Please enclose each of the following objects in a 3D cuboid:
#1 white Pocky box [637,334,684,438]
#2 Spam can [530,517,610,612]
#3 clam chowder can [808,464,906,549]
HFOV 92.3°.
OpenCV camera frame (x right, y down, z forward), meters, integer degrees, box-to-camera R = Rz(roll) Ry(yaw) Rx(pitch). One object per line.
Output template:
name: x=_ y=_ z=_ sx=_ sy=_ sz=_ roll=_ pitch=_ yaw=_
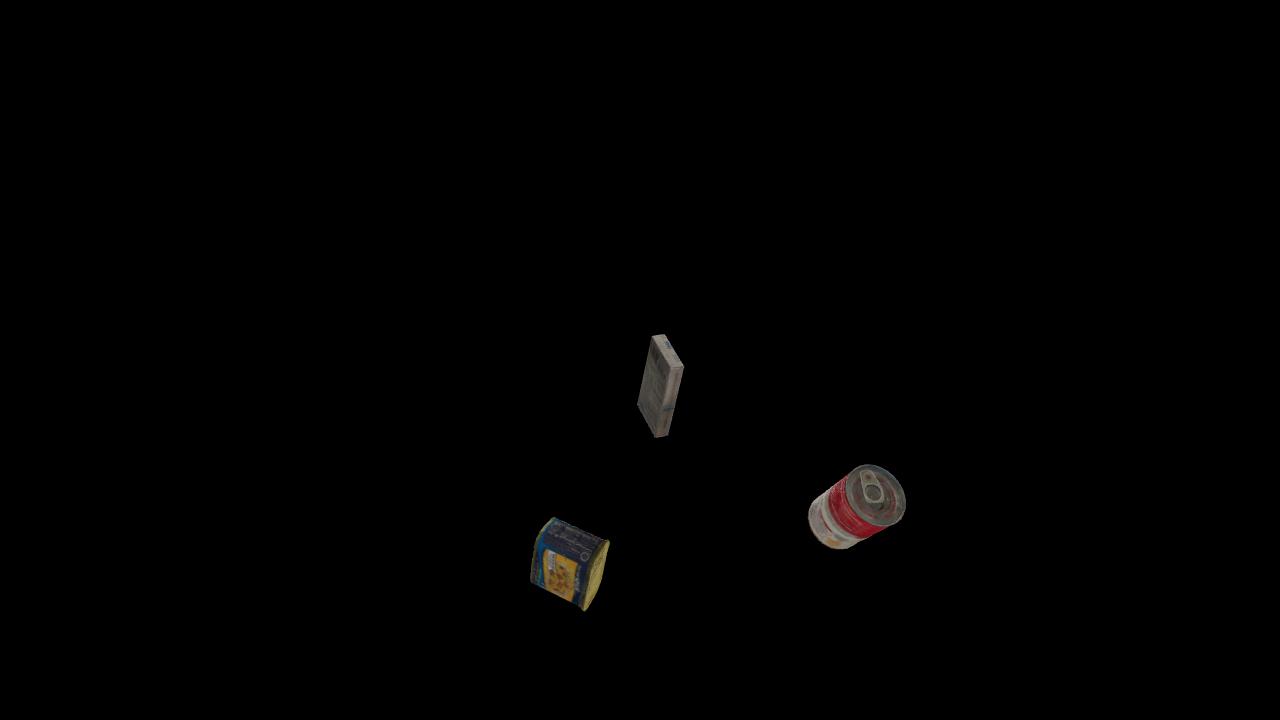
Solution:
white Pocky box: x=0.031 y=0.043 z=0.986 sx=0.028 sy=0.154 sz=0.084 roll=-8 pitch=43 yaw=-21
Spam can: x=-0.094 y=0.269 z=0.814 sx=0.085 sy=0.101 sz=0.058 roll=20 pitch=30 yaw=14
clam chowder can: x=0.238 y=0.167 z=0.686 sx=0.068 sy=0.068 sz=0.102 roll=0 pitch=-31 yaw=-13
